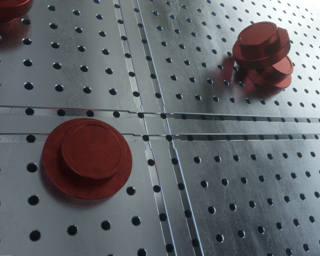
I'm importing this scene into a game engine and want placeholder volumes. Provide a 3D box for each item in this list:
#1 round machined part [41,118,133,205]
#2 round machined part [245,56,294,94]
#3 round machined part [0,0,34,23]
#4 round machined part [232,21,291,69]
[{"bbox_3d":[-0.076,0.031,0.339,0.099,0.042,0.098,14,56,-21],"label":"round machined part"},{"bbox_3d":[0.211,-0.116,0.585,0.099,0.042,0.098,14,56,-21],"label":"round machined part"},{"bbox_3d":[-0.212,-0.171,0.388,0.099,0.042,0.098,14,56,-21],"label":"round machined part"},{"bbox_3d":[0.177,-0.152,0.550,0.042,0.098,0.098,58,38,-40],"label":"round machined part"}]
